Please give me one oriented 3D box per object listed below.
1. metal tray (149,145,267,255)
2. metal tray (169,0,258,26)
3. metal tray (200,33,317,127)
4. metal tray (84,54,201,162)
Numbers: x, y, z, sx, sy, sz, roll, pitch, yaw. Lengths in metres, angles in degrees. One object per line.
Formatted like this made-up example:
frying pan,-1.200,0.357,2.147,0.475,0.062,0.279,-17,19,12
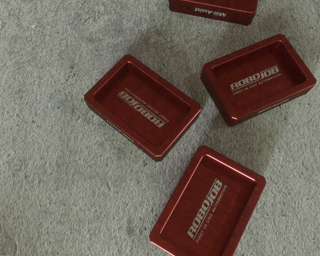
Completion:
metal tray,0.057,0.097,0.370,0.090,0.030,0.130,29,72,10
metal tray,0.087,-0.217,0.485,0.131,0.030,0.090,12,70,4
metal tray,0.134,-0.068,0.430,0.131,0.030,0.090,-23,72,-9
metal tray,-0.023,-0.029,0.415,0.130,0.030,0.090,38,74,12
